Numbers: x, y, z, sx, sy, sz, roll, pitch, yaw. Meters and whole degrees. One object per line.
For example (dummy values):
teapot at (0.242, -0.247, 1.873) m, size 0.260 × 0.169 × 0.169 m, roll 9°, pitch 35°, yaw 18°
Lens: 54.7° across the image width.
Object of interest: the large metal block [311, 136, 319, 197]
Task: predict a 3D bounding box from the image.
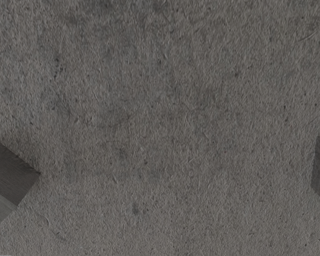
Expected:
large metal block at (0.260, 0.055, 0.419) m, size 0.080 × 0.050 × 0.079 m, roll -3°, pitch 110°, yaw 1°

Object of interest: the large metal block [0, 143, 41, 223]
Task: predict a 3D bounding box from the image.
large metal block at (-0.217, 0.070, 0.404) m, size 0.050 × 0.080 × 0.080 m, roll -43°, pitch 105°, yaw 14°
